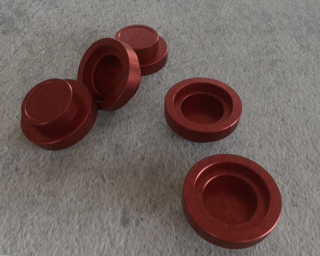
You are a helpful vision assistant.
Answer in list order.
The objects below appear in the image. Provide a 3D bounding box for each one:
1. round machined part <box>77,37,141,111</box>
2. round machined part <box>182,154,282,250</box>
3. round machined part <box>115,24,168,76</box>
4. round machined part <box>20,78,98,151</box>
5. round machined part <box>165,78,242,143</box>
[{"bbox_3d":[-0.066,-0.071,0.428,0.098,0.098,0.042,44,20,30],"label":"round machined part"},{"bbox_3d":[0.072,0.079,0.327,0.099,0.042,0.098,0,50,0],"label":"round machined part"},{"bbox_3d":[-0.036,-0.131,0.502,0.099,0.042,0.098,0,50,0],"label":"round machined part"},{"bbox_3d":[-0.133,-0.024,0.393,0.098,0.042,0.098,-7,59,12],"label":"round machined part"},{"bbox_3d":[0.055,-0.019,0.409,0.099,0.042,0.098,0,50,0],"label":"round machined part"}]
